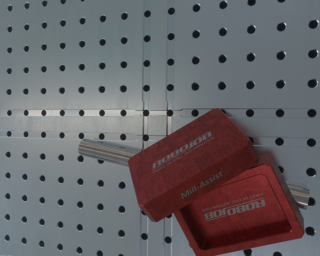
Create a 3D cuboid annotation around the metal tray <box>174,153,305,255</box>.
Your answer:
[{"bbox_3d":[0.084,0.094,0.359,0.130,0.030,0.090,-25,96,27],"label":"metal tray"}]

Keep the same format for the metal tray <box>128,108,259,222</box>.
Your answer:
[{"bbox_3d":[0.032,0.037,0.352,0.130,0.090,0.030,-31,120,2],"label":"metal tray"}]

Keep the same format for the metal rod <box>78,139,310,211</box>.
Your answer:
[{"bbox_3d":[0.028,0.055,0.402,0.301,0.025,0.025,11,94,19],"label":"metal rod"}]
